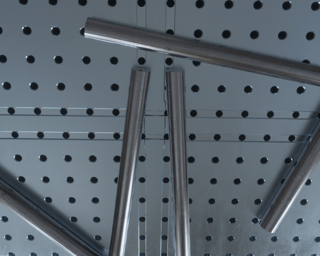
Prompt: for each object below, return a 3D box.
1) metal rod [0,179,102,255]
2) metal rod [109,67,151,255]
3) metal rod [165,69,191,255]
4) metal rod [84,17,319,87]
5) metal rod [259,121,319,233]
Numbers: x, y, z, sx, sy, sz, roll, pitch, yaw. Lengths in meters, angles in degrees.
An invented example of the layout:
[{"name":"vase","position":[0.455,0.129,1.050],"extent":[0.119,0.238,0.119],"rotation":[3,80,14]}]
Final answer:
[{"name":"metal rod","position":[-0.167,0.149,0.465],"extent":[0.025,0.025,0.300],"rotation":[-42,105,14]},{"name":"metal rod","position":[-0.046,0.065,0.436],"extent":[0.025,0.025,0.298],"rotation":[8,110,-4]},{"name":"metal rod","position":[0.028,0.067,0.438],"extent":[0.025,0.025,0.298],"rotation":[-3,110,1]},{"name":"metal rod","position":[0.061,-0.092,0.380],"extent":[0.302,0.025,0.025],"rotation":[11,110,-5]},{"name":"metal rod","position":[0.217,0.020,0.423],"extent":[0.025,0.025,0.298],"rotation":[20,109,-8]}]
